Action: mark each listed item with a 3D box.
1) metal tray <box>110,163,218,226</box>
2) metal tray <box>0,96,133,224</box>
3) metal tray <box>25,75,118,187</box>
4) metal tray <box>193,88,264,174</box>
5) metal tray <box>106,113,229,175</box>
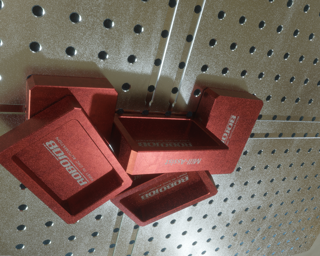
[{"bbox_3d":[0.006,0.086,0.442,0.130,0.030,0.090,-26,131,10],"label":"metal tray"},{"bbox_3d":[-0.098,0.040,0.339,0.090,0.030,0.130,-33,130,-7],"label":"metal tray"},{"bbox_3d":[-0.105,0.007,0.356,0.091,0.030,0.129,-1,120,-28],"label":"metal tray"},{"bbox_3d":[0.090,0.009,0.463,0.091,0.030,0.129,3,117,-30],"label":"metal tray"},{"bbox_3d":[0.008,0.017,0.384,0.131,0.090,0.030,1,118,-30],"label":"metal tray"}]
